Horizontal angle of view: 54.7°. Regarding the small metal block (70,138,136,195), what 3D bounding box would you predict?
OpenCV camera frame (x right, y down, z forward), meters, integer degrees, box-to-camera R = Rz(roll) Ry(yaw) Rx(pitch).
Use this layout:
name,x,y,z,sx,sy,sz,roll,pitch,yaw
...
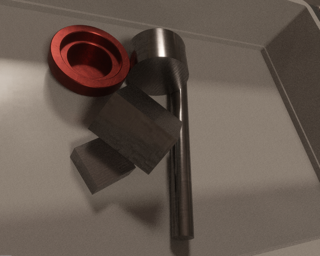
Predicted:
name,x,y,z,sx,sy,sz,roll,pitch,yaw
small metal block,-0.064,0.039,0.349,0.050,0.025,0.050,-25,76,-37

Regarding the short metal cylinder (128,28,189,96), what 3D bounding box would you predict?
name,x,y,z,sx,sy,sz,roll,pitch,yaw
short metal cylinder,-0.003,-0.088,0.423,0.081,0.080,0.050,10,56,-23

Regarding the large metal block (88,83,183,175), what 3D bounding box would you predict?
name,x,y,z,sx,sy,sz,roll,pitch,yaw
large metal block,-0.023,-0.003,0.357,0.080,0.050,0.080,38,16,-3

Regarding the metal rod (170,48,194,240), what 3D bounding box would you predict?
name,x,y,z,sx,sy,sz,roll,pitch,yaw
metal rod,0.027,-0.005,0.424,0.025,0.025,0.299,14,56,-21

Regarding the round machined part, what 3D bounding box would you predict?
name,x,y,z,sx,sy,sz,roll,pitch,yaw
round machined part,-0.092,-0.080,0.395,0.099,0.042,0.098,14,56,-21
